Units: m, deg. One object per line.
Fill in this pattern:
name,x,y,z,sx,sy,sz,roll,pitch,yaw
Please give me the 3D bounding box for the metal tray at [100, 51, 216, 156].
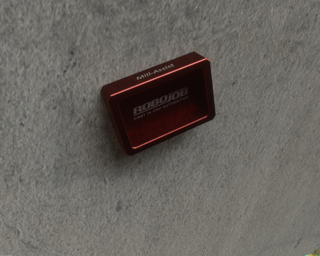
metal tray,0.003,-0.030,0.385,0.131,0.030,0.090,-24,127,-14
